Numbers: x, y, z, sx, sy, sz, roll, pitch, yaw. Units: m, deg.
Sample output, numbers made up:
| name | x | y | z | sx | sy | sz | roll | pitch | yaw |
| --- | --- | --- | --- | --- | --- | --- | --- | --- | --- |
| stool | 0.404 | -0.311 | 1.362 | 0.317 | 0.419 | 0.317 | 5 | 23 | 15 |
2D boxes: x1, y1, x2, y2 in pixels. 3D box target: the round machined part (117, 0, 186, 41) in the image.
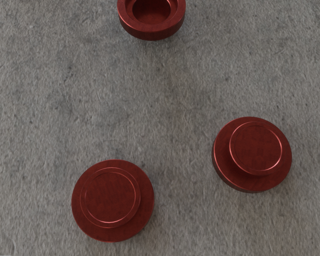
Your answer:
| name | x | y | z | sx | sy | sz | roll | pitch | yaw |
| --- | --- | --- | --- | --- | --- | --- | --- | --- | --- |
| round machined part | -0.012 | -0.170 | 0.461 | 0.099 | 0.042 | 0.098 | 0 | 70 | -1 |

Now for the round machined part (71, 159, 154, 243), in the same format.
| name | x | y | z | sx | sy | sz | roll | pitch | yaw |
| --- | --- | --- | --- | --- | --- | --- | --- | --- | --- |
| round machined part | -0.056 | 0.084 | 0.368 | 0.099 | 0.042 | 0.098 | 0 | 70 | -1 |

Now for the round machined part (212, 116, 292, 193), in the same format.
| name | x | y | z | sx | sy | sz | roll | pitch | yaw |
| --- | --- | --- | --- | --- | --- | --- | --- | --- | --- |
| round machined part | 0.117 | 0.030 | 0.390 | 0.099 | 0.042 | 0.098 | 0 | 70 | -1 |
